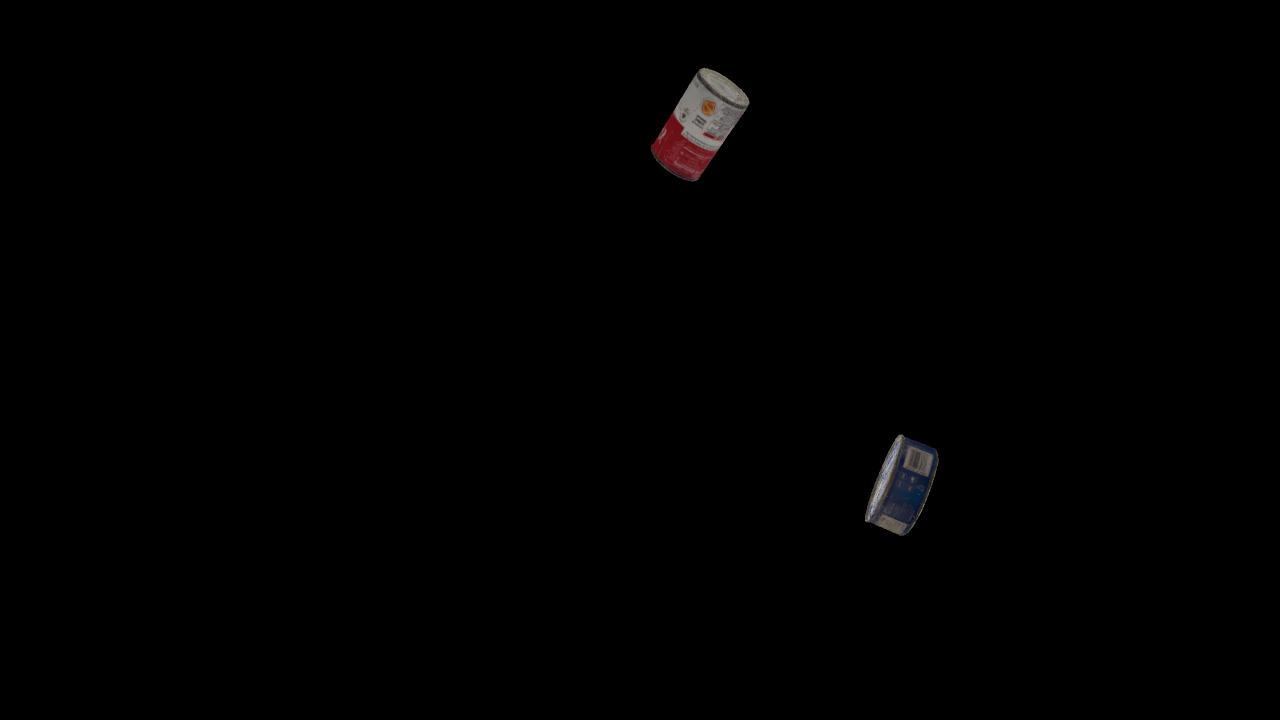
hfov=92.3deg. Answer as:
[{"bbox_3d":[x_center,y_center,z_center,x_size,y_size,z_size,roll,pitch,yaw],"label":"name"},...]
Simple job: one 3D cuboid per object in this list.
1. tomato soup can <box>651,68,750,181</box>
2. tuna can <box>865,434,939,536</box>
[{"bbox_3d":[0.066,-0.261,0.685,0.068,0.068,0.101,0,-37,-38],"label":"tomato soup can"},{"bbox_3d":[0.231,0.110,0.543,0.034,0.084,0.084,21,7,17],"label":"tuna can"}]
